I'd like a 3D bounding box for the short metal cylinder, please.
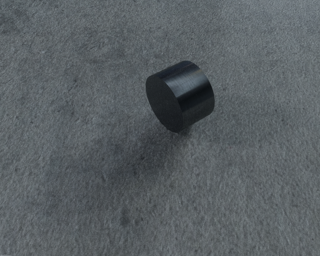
[{"bbox_3d":[0.025,-0.041,0.402,0.050,0.080,0.080,-29,56,-22],"label":"short metal cylinder"}]
